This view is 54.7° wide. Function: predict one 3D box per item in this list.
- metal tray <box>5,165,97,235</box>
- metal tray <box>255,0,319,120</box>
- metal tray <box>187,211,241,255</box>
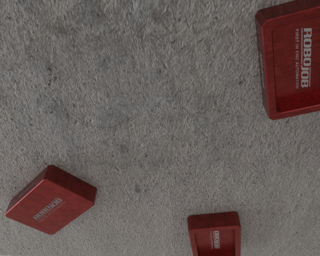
[{"bbox_3d":[-0.178,0.122,0.506,0.090,0.030,0.130,36,121,-27],"label":"metal tray"},{"bbox_3d":[0.159,-0.074,0.342,0.090,0.030,0.129,-13,129,10],"label":"metal tray"},{"bbox_3d":[0.104,0.211,0.583,0.090,0.030,0.129,-7,130,6],"label":"metal tray"}]
